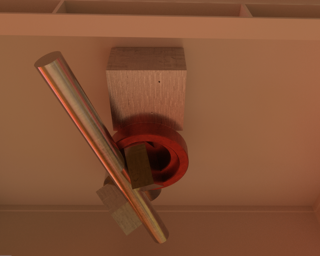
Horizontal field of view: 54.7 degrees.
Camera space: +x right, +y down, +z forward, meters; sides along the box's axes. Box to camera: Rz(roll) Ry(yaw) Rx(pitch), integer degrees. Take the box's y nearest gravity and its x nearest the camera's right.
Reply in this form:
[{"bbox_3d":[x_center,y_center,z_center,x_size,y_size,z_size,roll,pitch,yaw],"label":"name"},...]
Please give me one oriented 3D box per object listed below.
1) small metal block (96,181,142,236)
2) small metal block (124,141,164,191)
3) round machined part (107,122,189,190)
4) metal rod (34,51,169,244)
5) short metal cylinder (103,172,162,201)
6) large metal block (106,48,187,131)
[{"bbox_3d":[-0.055,0.106,0.412,0.025,0.050,0.050,-35,129,-15],"label":"small metal block"},{"bbox_3d":[-0.018,0.046,0.367,0.025,0.050,0.050,-17,163,9],"label":"small metal block"},{"bbox_3d":[-0.015,0.030,0.383,0.099,0.042,0.097,-1,130,0],"label":"round machined part"},{"bbox_3d":[-0.047,0.048,0.356,0.025,0.025,0.299,-15,129,12],"label":"metal rod"},{"bbox_3d":[-0.038,0.067,0.448,0.081,0.050,0.079,0,130,0],"label":"short metal cylinder"},{"bbox_3d":[-0.014,-0.043,0.352,0.081,0.050,0.079,0,130,-1],"label":"large metal block"}]
